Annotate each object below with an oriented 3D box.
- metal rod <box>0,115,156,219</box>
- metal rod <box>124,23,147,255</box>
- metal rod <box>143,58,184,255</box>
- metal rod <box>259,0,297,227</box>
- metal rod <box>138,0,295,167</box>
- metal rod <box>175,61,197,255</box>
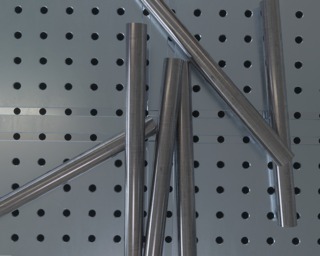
[{"bbox_3d":[-0.138,0.066,0.412,0.301,0.025,0.025,-29,90,0],"label":"metal rod"},{"bbox_3d":[-0.032,0.025,0.389,0.025,0.025,0.298,2,99,0],"label":"metal rod"},{"bbox_3d":[0.002,0.062,0.401,0.025,0.025,0.298,6,95,0],"label":"metal rod"},{"bbox_3d":[0.158,-0.020,0.414,0.025,0.025,0.298,-5,90,0],"label":"metal rod"},{"bbox_3d":[0.064,-0.075,0.401,0.025,0.025,0.300,-39,85,0],"label":"metal rod"},{"bbox_3d":[0.033,0.062,0.413,0.025,0.025,0.298,-2,90,0],"label":"metal rod"}]
